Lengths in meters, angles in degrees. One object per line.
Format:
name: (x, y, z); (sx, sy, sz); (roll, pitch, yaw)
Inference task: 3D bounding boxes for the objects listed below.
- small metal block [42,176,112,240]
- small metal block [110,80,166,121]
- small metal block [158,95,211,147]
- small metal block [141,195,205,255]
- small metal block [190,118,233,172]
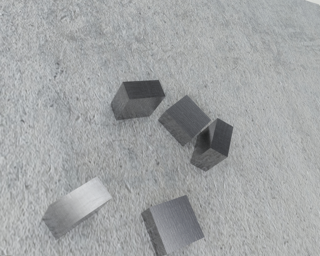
small metal block: (-0.080, 0.077, 0.297); (0.050, 0.050, 0.025); (-30, 79, -38)
small metal block: (-0.029, -0.035, 0.393); (0.050, 0.050, 0.025); (-9, 66, -32)
small metal block: (0.034, -0.011, 0.429); (0.050, 0.025, 0.050); (47, 51, 4)
small metal block: (0.014, 0.108, 0.345); (0.050, 0.025, 0.050); (-11, 67, -33)
small metal block: (0.069, 0.023, 0.410); (0.025, 0.050, 0.050); (29, 52, -10)
